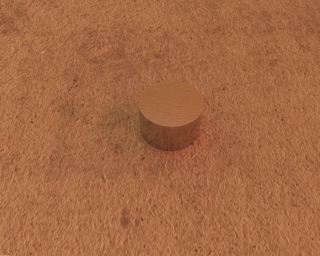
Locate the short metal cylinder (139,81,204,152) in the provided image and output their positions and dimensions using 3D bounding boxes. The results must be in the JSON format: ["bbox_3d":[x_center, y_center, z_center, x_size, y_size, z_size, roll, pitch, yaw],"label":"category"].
[{"bbox_3d":[0.014,-0.016,0.402,0.081,0.050,0.080,0,50,0],"label":"short metal cylinder"}]
